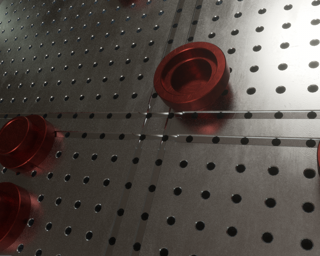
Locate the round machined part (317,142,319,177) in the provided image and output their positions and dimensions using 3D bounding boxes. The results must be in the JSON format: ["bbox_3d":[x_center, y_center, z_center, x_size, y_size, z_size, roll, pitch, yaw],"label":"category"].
[{"bbox_3d":[0.195,0.034,0.275,0.098,0.042,0.098,-13,56,20],"label":"round machined part"}]

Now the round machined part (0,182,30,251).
[{"bbox_3d":[-0.241,0.124,0.445,0.098,0.042,0.098,-13,56,20],"label":"round machined part"}]

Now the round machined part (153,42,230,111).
[{"bbox_3d":[0.044,-0.063,0.412,0.098,0.042,0.098,-13,56,20],"label":"round machined part"}]

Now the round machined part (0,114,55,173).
[{"bbox_3d":[-0.224,0.020,0.500,0.098,0.042,0.098,-13,56,20],"label":"round machined part"}]
